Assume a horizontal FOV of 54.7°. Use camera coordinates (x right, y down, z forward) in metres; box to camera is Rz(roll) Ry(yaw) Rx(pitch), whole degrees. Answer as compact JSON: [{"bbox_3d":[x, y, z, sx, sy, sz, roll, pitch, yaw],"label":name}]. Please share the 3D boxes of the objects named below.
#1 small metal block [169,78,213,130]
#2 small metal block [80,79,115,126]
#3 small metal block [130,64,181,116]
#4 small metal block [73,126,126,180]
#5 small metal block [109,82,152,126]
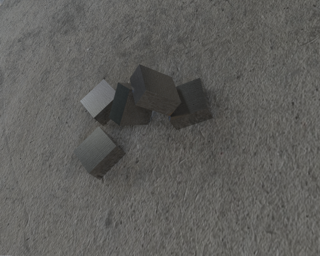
[{"bbox_3d":[0.037,-0.031,0.404,0.050,0.025,0.050,-19,54,17],"label":"small metal block"},{"bbox_3d":[-0.086,-0.039,0.473,0.050,0.025,0.050,-44,51,-2],"label":"small metal block"},{"bbox_3d":[-0.006,-0.047,0.386,0.025,0.050,0.050,-51,38,33],"label":"small metal block"},{"bbox_3d":[-0.084,0.034,0.427,0.050,0.025,0.050,-45,51,-3],"label":"small metal block"},{"bbox_3d":[-0.035,-0.031,0.413,0.025,0.050,0.050,33,114,38],"label":"small metal block"}]
